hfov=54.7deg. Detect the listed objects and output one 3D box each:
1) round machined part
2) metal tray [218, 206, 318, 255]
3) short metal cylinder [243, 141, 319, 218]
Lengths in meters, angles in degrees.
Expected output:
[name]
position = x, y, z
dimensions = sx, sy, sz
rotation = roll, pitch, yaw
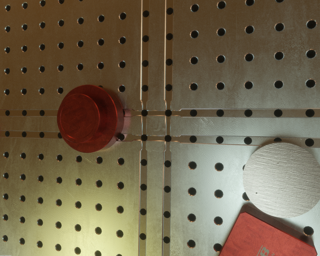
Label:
[round machined part]
position = -0.105, -0.013, 0.439
dimensions = 0.098, 0.042, 0.097
rotation = 0, 90, 19
[metal tray]
position = 0.113, 0.172, 0.370
dimensions = 0.090, 0.030, 0.129
rotation = 26, 98, 17
[short metal cylinder]
position = 0.137, 0.055, 0.351
dimensions = 0.080, 0.050, 0.079
rotation = 0, 90, 19
